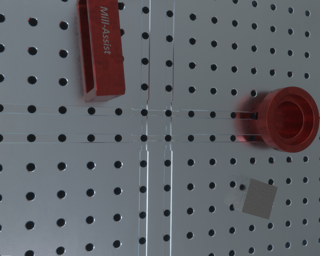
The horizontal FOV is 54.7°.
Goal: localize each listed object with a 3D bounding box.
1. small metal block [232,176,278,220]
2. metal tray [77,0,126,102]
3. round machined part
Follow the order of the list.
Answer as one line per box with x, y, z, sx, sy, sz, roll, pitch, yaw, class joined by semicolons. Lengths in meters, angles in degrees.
0.142;0.104;0.465;0.050;0.025;0.050;20;83;-19;small metal block
-0.069;-0.098;0.352;0.030;0.090;0.129;-6;92;-20;metal tray
0.189;-0.012;0.473;0.099;0.042;0.097;0;90;-20;round machined part
